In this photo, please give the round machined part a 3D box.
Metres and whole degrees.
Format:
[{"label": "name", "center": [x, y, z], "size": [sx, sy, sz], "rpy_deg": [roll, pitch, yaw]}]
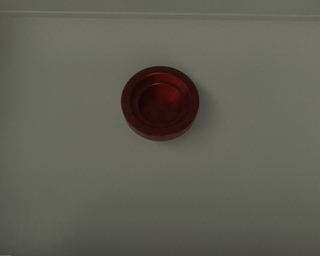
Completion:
[{"label": "round machined part", "center": [0.000, -0.028, 0.408], "size": [0.099, 0.042, 0.098], "rpy_deg": [0, 70, 0]}]
